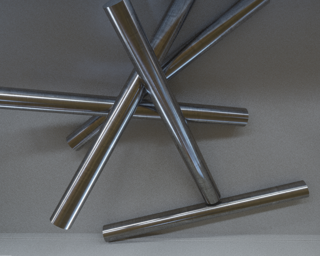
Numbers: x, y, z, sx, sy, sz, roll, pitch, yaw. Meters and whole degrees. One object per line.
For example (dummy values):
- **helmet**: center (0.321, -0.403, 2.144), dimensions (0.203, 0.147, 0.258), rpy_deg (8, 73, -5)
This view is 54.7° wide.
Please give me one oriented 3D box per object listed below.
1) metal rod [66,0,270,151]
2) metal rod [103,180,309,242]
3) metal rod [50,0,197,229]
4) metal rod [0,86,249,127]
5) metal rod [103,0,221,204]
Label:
- **metal rod**: center (0.001, -0.067, 0.386), dimensions (0.300, 0.025, 0.025), rpy_deg (-37, 106, 12)
- **metal rod**: center (0.063, 0.124, 0.457), dimensions (0.301, 0.025, 0.025), rpy_deg (-14, 110, 4)
- **metal rod**: center (-0.038, -0.027, 0.347), dimensions (0.025, 0.025, 0.299), rpy_deg (29, 87, -11)
- **metal rod**: center (-0.036, -0.024, 0.374), dimensions (0.302, 0.025, 0.025), rpy_deg (4, 111, -13)
- **metal rod**: center (0.018, -0.007, 0.364), dimensions (0.025, 0.025, 0.299), rpy_deg (-23, 126, 8)
